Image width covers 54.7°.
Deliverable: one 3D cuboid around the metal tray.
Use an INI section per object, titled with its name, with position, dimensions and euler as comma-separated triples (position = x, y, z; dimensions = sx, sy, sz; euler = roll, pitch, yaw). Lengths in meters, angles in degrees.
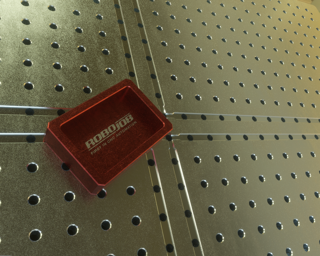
[metal tray]
position = -0.057, 0.004, 0.372
dimensions = 0.090, 0.030, 0.131
euler = 48, 51, 5
